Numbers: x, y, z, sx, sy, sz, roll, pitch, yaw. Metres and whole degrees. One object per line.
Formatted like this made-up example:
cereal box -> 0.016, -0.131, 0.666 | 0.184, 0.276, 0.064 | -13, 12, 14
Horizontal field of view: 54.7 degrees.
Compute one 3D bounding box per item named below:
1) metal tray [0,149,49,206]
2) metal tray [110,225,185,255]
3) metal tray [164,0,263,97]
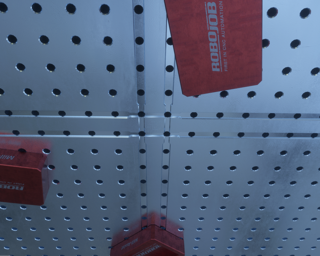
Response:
metal tray -> -0.241, 0.073, 0.467 | 0.131, 0.030, 0.089 | 8, 130, -8
metal tray -> -0.027, 0.248, 0.619 | 0.090, 0.030, 0.130 | 37, 121, -28
metal tray -> 0.058, -0.100, 0.325 | 0.090, 0.030, 0.129 | -9, 130, 7
